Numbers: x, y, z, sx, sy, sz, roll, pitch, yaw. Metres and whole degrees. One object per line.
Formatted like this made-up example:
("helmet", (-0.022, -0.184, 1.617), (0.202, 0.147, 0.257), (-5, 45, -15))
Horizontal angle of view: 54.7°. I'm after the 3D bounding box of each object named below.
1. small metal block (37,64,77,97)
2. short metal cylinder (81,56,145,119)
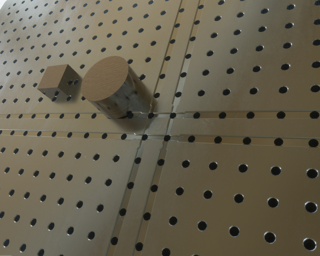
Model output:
("small metal block", (-0.186, -0.086, 0.559), (0.050, 0.025, 0.050), (0, 62, 28))
("short metal cylinder", (-0.070, -0.061, 0.467), (0.080, 0.050, 0.080), (-13, 56, 21))
